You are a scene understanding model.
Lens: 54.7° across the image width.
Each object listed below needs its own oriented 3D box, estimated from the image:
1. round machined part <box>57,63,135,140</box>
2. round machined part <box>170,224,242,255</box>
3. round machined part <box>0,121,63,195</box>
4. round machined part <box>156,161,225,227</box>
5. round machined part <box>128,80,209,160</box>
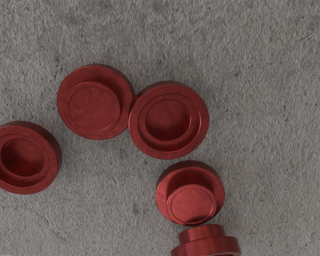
[{"bbox_3d":[-0.081,-0.029,0.389,0.099,0.042,0.097,0,110,0],"label":"round machined part"},{"bbox_3d":[0.063,0.170,0.447,0.099,0.042,0.098,-8,147,-5],"label":"round machined part"},{"bbox_3d":[-0.179,0.036,0.412,0.099,0.042,0.097,0,110,0],"label":"round machined part"},{"bbox_3d":[0.043,0.099,0.437,0.099,0.042,0.097,0,110,0],"label":"round machined part"},{"bbox_3d":[0.009,-0.012,0.392,0.099,0.042,0.097,-3,112,-7],"label":"round machined part"}]
